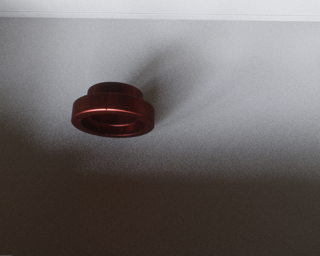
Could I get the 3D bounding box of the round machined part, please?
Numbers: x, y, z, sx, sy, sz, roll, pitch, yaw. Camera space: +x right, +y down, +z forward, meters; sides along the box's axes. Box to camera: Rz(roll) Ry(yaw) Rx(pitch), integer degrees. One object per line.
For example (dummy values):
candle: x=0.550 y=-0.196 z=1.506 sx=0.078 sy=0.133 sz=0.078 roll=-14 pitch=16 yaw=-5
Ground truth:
round machined part: x=-0.056 y=-0.023 z=0.379 sx=0.099 sy=0.098 sz=0.042 roll=1 pitch=70 yaw=0
